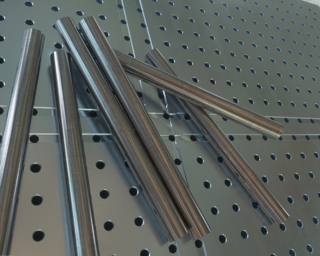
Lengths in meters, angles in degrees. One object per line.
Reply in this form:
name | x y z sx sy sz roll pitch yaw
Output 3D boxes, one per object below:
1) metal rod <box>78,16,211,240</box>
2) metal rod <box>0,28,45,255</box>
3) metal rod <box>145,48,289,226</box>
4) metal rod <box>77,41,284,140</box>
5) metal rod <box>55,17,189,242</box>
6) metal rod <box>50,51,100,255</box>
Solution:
metal rod | -0.023 -0.006 0.380 0.025 0.025 0.299 -23 80 -36
metal rod | -0.149 0.013 0.319 0.025 0.025 0.299 10 58 -23
metal rod | 0.076 0.006 0.444 0.025 0.025 0.300 -30 78 -37
metal rod | 0.029 -0.055 0.428 0.301 0.025 0.025 24 53 -3
metal rod | -0.051 -0.007 0.373 0.025 0.025 0.299 -22 77 -36
metal rod | -0.091 0.042 0.333 0.025 0.025 0.299 -1 62 -29
